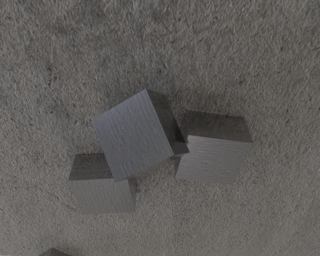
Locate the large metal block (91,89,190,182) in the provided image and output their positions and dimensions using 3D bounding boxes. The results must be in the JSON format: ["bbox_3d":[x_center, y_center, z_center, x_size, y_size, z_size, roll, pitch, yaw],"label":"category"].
[{"bbox_3d":[-0.023,0.010,0.371,0.080,0.080,0.050,-27,168,21],"label":"large metal block"}]

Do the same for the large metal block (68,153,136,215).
[{"bbox_3d":[-0.081,0.083,0.460,0.080,0.050,0.080,-4,130,3],"label":"large metal block"}]

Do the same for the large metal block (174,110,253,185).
[{"bbox_3d":[0.066,0.027,0.414,0.081,0.050,0.079,7,130,-7],"label":"large metal block"}]

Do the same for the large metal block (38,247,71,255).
[{"bbox_3d":[-0.209,0.303,0.627,0.050,0.080,0.080,-37,121,27],"label":"large metal block"}]
